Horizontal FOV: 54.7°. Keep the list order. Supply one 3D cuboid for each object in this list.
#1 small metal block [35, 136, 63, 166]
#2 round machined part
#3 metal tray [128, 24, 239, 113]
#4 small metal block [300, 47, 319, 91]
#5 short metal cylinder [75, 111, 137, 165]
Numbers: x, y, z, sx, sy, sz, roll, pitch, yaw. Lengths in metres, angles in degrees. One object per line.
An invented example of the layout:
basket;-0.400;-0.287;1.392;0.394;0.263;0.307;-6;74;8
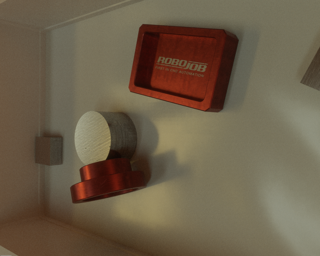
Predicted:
small metal block;-0.206;0.041;0.573;0.050;0.025;0.050;2;91;39
round machined part;-0.070;0.069;0.415;0.098;0.099;0.042;-24;73;37
metal tray;0.023;-0.077;0.382;0.130;0.030;0.089;19;102;38
small metal block;0.163;-0.052;0.272;0.050;0.025;0.050;35;111;34
short metal cylinder;-0.080;0.016;0.454;0.080;0.050;0.079;0;90;39
